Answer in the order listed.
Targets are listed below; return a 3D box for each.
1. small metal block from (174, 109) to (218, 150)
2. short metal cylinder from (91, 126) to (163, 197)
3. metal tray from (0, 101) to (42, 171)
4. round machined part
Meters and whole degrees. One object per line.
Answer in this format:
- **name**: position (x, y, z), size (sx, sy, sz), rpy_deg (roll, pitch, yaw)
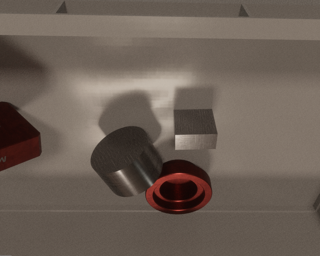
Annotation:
- **small metal block**: position (0.044, 0.001, 0.394), size (0.050, 0.050, 0.025), rpy_deg (-1, 130, 0)
- **short metal cylinder**: position (-0.043, 0.043, 0.409), size (0.080, 0.080, 0.050), rpy_deg (-18, 128, 14)
- **metal tray**: position (-0.211, 0.018, 0.334), size (0.131, 0.090, 0.030), rpy_deg (-24, 136, -41)
- **round machined part**: position (0.027, 0.086, 0.472), size (0.099, 0.042, 0.097), rpy_deg (-1, 130, 0)
